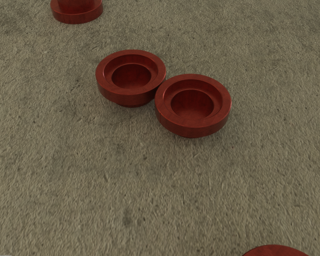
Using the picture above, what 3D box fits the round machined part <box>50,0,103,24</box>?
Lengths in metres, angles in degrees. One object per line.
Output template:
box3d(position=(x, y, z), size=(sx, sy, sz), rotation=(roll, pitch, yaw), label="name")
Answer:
box3d(position=(-0.162, -0.245, 0.597), size=(0.099, 0.042, 0.098), rotation=(0, 50, 0), label="round machined part")

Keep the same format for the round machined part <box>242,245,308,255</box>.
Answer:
box3d(position=(0.101, 0.155, 0.262), size=(0.099, 0.042, 0.098), rotation=(0, 50, 0), label="round machined part")

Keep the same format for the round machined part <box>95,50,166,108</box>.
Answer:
box3d(position=(-0.041, -0.067, 0.448), size=(0.099, 0.042, 0.098), rotation=(0, 50, 0), label="round machined part")

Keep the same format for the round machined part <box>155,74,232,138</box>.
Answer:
box3d(position=(0.042, -0.025, 0.413), size=(0.099, 0.042, 0.098), rotation=(0, 50, 0), label="round machined part")
